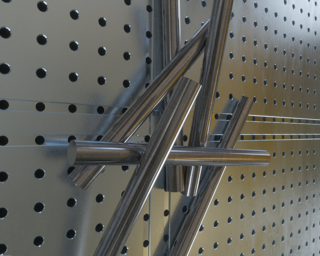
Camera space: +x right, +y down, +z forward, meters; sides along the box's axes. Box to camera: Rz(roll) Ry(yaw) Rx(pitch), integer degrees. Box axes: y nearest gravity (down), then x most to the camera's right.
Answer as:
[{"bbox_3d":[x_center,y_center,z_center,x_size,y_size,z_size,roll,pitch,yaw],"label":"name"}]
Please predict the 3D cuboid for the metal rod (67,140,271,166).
[{"bbox_3d":[0.037,0.035,0.388,0.302,0.025,0.025,5,87,-36],"label":"metal rod"}]

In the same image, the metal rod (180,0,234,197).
[{"bbox_3d":[0.062,-0.051,0.408,0.025,0.025,0.298,-3,108,-40],"label":"metal rod"}]

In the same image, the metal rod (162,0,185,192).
[{"bbox_3d":[0.017,-0.064,0.422,0.025,0.025,0.298,-3,92,-40],"label":"metal rod"}]

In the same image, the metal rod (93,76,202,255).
[{"bbox_3d":[-0.033,0.086,0.325,0.025,0.025,0.299,25,91,-37],"label":"metal rod"}]

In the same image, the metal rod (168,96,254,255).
[{"bbox_3d":[0.081,0.076,0.475,0.025,0.025,0.300,43,64,-32],"label":"metal rod"}]

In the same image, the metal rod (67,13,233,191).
[{"bbox_3d":[0.000,-0.049,0.383,0.301,0.025,0.025,-51,120,-19],"label":"metal rod"}]
